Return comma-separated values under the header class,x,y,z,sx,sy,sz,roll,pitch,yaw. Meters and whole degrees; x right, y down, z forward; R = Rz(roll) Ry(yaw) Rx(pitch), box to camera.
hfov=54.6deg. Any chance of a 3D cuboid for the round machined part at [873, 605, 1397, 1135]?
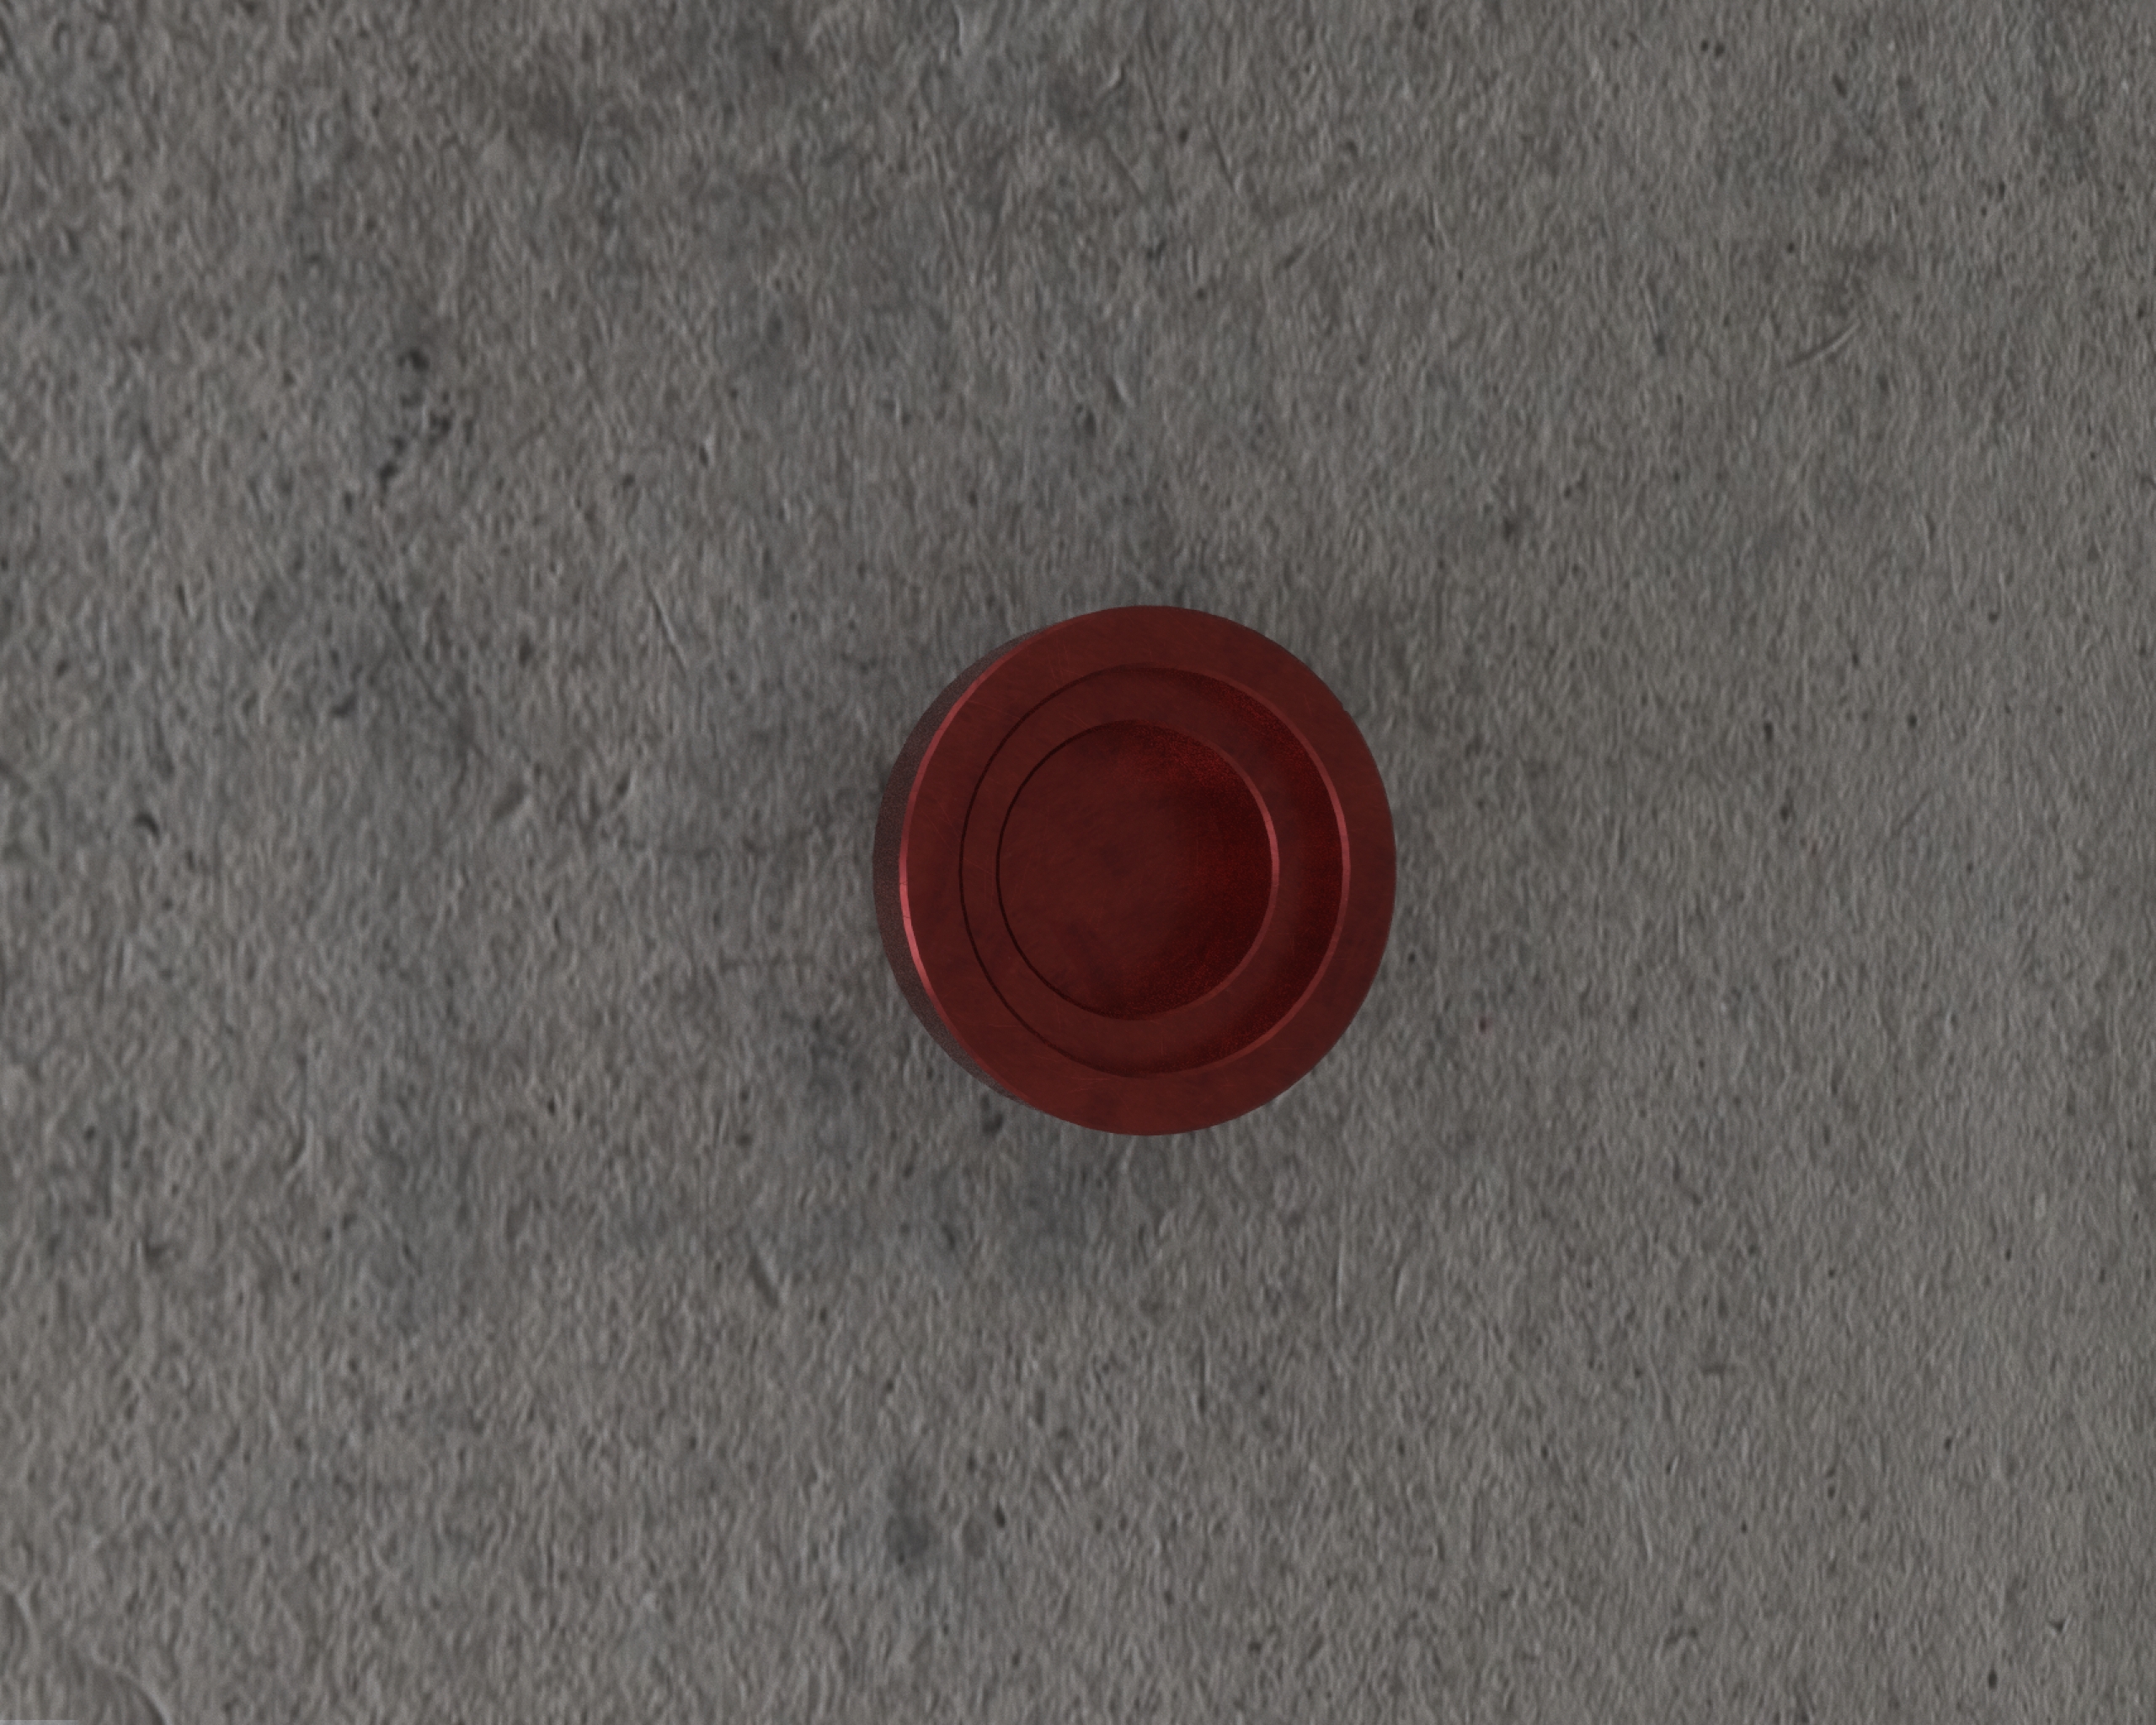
class,x,y,z,sx,sy,sz,roll,pitch,yaw
round machined part,0.008,0.001,0.403,0.099,0.042,0.097,0,90,-20
